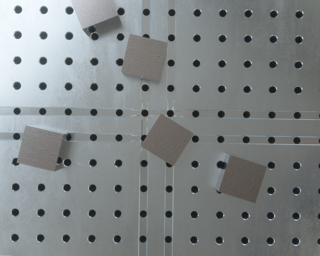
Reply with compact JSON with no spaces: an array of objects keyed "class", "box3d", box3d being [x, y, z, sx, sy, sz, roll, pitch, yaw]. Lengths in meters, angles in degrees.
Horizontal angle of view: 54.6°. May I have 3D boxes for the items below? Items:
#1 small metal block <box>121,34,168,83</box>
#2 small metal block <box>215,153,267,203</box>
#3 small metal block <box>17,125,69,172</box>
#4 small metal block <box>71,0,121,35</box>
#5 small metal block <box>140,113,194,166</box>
[{"class":"small metal block","box3d":[-0.020,-0.092,0.413,0.050,0.025,0.050,13,90,0]},{"class":"small metal block","box3d":[0.107,0.066,0.414,0.050,0.025,0.050,18,90,0]},{"class":"small metal block","box3d":[-0.155,0.026,0.412,0.050,0.025,0.050,13,90,0]},{"class":"small metal block","box3d":[-0.086,-0.160,0.413,0.050,0.025,0.050,-22,90,0]},{"class":"small metal block","box3d":[0.009,0.015,0.413,0.050,0.025,0.050,32,90,0]}]
